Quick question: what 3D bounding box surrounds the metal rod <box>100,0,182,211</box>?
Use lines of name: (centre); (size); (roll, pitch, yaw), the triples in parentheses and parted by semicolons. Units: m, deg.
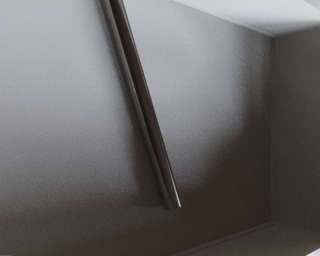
metal rod: (-0.023, -0.034, 0.385); (0.025, 0.025, 0.299); (-26, 107, -37)
